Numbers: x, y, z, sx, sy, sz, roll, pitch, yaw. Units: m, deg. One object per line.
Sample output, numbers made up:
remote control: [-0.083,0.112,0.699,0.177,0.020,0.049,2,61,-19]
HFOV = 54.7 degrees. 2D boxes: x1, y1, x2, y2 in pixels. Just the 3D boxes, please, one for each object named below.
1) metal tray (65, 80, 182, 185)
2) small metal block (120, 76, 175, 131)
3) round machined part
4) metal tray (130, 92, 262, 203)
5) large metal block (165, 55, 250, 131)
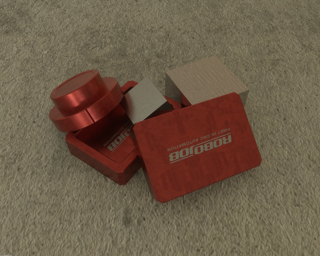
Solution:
metal tray: [-0.042,0.000,0.400,0.090,0.030,0.131,28,55,21]
small metal block: [-0.018,-0.030,0.400,0.050,0.025,0.050,-39,58,4]
round machined part: [-0.100,-0.041,0.400,0.098,0.042,0.098,-20,29,12]
metal tray: [0.041,0.020,0.355,0.131,0.030,0.090,-18,89,-14]
large metal block: [0.061,-0.047,0.429,0.081,0.050,0.080,-21,53,-17]
